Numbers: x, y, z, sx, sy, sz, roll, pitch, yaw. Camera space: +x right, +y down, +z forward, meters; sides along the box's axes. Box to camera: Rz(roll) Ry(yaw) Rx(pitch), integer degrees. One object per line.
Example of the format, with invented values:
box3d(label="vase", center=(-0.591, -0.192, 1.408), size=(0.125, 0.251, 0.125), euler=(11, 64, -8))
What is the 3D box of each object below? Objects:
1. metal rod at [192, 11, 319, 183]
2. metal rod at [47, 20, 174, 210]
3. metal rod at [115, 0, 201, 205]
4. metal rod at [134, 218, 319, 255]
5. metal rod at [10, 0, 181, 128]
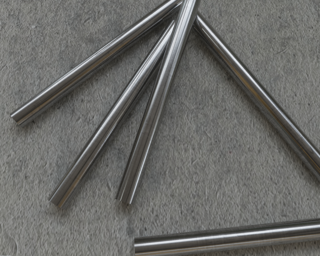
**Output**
box3d(label="metal rod", center=(0.130, -0.053, 0.428), size=(0.025, 0.025, 0.299), euler=(-32, 73, -11))
box3d(label="metal rod", center=(-0.050, -0.030, 0.418), size=(0.025, 0.025, 0.300), euler=(29, 72, 10))
box3d(label="metal rod", center=(0.002, -0.048, 0.412), size=(0.025, 0.025, 0.299), euler=(17, 76, 6))
box3d(label="metal rod", center=(0.122, 0.125, 0.362), size=(0.302, 0.025, 0.025), euler=(-5, 70, -2))
box3d(label="metal rod", center=(-0.079, -0.104, 0.445), size=(0.301, 0.025, 0.025), euler=(-41, 75, -14))
